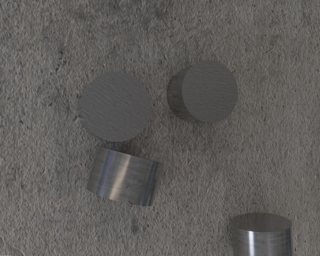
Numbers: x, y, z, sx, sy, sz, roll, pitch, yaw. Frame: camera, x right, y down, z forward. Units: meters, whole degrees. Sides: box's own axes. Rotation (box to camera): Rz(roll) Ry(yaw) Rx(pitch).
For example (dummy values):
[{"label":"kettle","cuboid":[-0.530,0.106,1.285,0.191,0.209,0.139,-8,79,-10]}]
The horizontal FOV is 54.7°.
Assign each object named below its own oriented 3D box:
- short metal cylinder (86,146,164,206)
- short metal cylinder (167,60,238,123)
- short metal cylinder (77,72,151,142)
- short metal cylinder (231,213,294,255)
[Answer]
[{"label":"short metal cylinder","cuboid":[-0.041,0.055,0.365,0.081,0.080,0.050,17,85,-19]},{"label":"short metal cylinder","cuboid":[0.056,-0.046,0.416,0.081,0.050,0.080,0,90,-20]},{"label":"short metal cylinder","cuboid":[-0.057,-0.024,0.375,0.081,0.050,0.080,0,90,-20]},{"label":"short metal cylinder","cuboid":[0.142,0.156,0.432,0.081,0.080,0.050,-4,92,-20]}]
